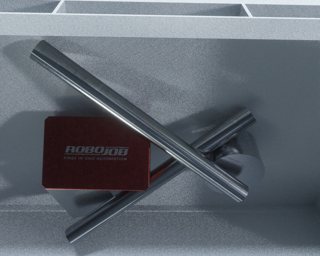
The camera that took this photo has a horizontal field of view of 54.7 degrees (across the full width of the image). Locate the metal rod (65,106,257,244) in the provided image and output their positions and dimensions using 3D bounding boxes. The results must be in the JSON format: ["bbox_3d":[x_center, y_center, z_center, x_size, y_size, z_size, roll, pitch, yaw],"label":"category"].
[{"bbox_3d":[-0.005,0.068,0.417,0.300,0.025,0.025,-35,123,9],"label":"metal rod"}]

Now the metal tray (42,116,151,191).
[{"bbox_3d":[-0.078,0.032,0.394,0.131,0.030,0.089,1,86,0],"label":"metal tray"}]

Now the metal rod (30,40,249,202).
[{"bbox_3d":[-0.014,0.000,0.368,0.301,0.025,0.025,36,122,-12],"label":"metal rod"}]

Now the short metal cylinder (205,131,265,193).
[{"bbox_3d":[0.099,0.047,0.431,0.081,0.050,0.079,0,130,0],"label":"short metal cylinder"}]

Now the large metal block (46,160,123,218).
[{"bbox_3d":[-0.107,0.082,0.455,0.080,0.050,0.080,-15,129,12],"label":"large metal block"}]
